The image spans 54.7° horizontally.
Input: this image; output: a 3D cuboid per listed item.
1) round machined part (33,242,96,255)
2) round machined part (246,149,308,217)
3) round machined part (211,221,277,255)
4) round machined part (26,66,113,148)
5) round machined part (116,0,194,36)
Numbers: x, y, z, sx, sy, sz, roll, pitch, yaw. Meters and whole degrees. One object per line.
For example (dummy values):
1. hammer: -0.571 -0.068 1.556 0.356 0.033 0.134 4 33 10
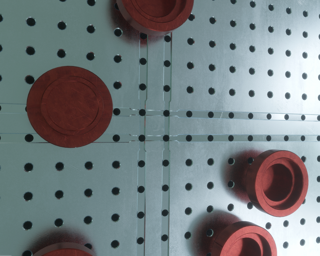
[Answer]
1. round machined part: -0.116 0.182 0.362 0.099 0.042 0.097 0 90 -21
2. round machined part: 0.171 0.081 0.469 0.099 0.042 0.097 0 90 -21
3. round machined part: 0.116 0.183 0.448 0.099 0.042 0.097 0 90 -21
4. round machined part: -0.104 -0.025 0.366 0.099 0.042 0.097 0 90 -20
5. round machined part: -0.009 -0.168 0.401 0.099 0.042 0.097 0 90 -21
